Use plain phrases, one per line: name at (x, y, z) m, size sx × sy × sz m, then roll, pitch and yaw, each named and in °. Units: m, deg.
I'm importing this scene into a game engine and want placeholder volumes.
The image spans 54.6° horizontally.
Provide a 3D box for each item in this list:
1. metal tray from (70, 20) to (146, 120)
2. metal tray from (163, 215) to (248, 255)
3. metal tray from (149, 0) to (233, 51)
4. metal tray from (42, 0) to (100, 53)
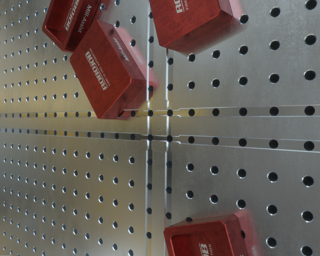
metal tray at (-0.085, -0.089, 0.478) m, size 0.090 × 0.030 × 0.130 m, roll -45°, pitch 63°, yaw 31°
metal tray at (0.060, 0.173, 0.357) m, size 0.090 × 0.030 × 0.129 m, roll -22°, pitch 76°, yaw 38°
metal tray at (0.029, -0.174, 0.383) m, size 0.090 × 0.030 × 0.129 m, roll -20°, pitch 77°, yaw 38°
metal tray at (-0.151, -0.205, 0.532) m, size 0.090 × 0.030 × 0.129 m, roll 44°, pitch 116°, yaw 31°
